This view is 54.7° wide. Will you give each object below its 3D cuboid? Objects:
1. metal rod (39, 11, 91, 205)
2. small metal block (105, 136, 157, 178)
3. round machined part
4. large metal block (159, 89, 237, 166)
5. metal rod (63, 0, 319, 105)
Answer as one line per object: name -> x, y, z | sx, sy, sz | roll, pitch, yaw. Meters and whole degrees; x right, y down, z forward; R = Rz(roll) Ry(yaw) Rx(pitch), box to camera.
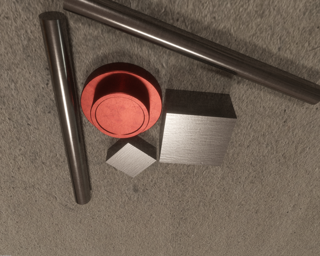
metal rod -> -0.116, 0.001, 0.406 | 0.025, 0.025, 0.298 | 2, 130, -2
small metal block -> -0.040, 0.038, 0.439 | 0.050, 0.025, 0.050 | 35, 122, -27
round machined part -> -0.046, -0.026, 0.373 | 0.099, 0.042, 0.097 | -1, 130, 0
large metal block -> 0.043, 0.000, 0.392 | 0.081, 0.050, 0.079 | 4, 130, -4
metal rod -> 0.050, -0.083, 0.337 | 0.302, 0.025, 0.025 | 17, 128, -15
